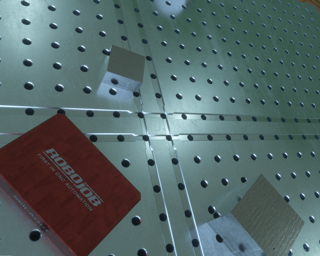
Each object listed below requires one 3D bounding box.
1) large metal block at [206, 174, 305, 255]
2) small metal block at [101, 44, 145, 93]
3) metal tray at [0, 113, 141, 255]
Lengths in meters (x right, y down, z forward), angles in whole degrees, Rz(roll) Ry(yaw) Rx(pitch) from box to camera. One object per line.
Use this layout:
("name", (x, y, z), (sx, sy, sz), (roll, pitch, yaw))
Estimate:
("large metal block", (0.120, 0.118, 0.387), (0.080, 0.050, 0.081), (49, 51, 6))
("small metal block", (-0.050, -0.082, 0.433), (0.050, 0.025, 0.050), (16, 55, -19))
("metal tray", (-0.095, 0.057, 0.320), (0.130, 0.030, 0.091), (46, 51, 3))
